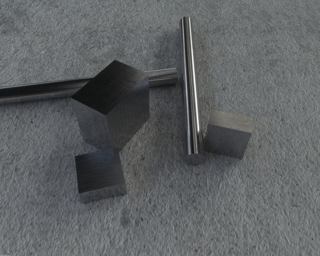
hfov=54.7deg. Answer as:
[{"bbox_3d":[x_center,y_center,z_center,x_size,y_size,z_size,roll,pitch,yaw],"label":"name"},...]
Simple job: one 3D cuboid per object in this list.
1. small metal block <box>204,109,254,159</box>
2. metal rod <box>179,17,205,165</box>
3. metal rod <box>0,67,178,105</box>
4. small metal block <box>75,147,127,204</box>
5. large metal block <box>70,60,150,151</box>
[{"bbox_3d":[0.083,0.008,0.381,0.050,0.050,0.025,12,49,9],"label":"small metal block"},{"bbox_3d":[0.044,-0.077,0.468,0.025,0.025,0.300,1,50,0],"label":"metal rod"},{"bbox_3d":[-0.125,-0.059,0.451,0.302,0.025,0.025,-8,51,-7],"label":"metal rod"},{"bbox_3d":[-0.068,0.054,0.357,0.050,0.025,0.050,-11,51,-10],"label":"small metal block"},{"bbox_3d":[-0.057,-0.024,0.387,0.050,0.080,0.080,26,55,20],"label":"large metal block"}]
